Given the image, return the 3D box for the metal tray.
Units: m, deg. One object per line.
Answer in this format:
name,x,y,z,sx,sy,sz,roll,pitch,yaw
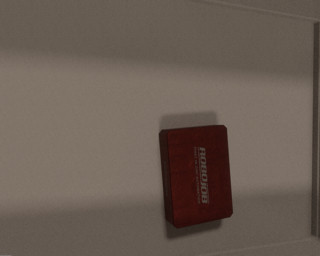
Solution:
metal tray,0.050,0.063,0.428,0.091,0.030,0.129,-5,92,-20
